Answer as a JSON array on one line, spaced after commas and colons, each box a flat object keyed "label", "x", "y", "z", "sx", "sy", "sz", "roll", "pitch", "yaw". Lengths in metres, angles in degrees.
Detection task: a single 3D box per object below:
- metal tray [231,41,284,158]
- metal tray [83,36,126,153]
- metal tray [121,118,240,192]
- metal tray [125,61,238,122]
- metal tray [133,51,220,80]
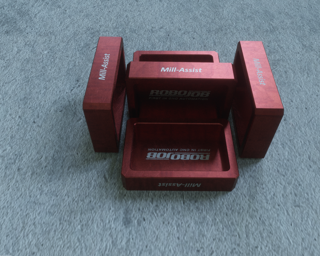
[{"label": "metal tray", "x": 0.116, "y": -0.038, "z": 0.395, "sx": 0.030, "sy": 0.090, "sz": 0.130, "roll": 1, "pitch": 50, "yaw": 1}, {"label": "metal tray", "x": -0.066, "y": -0.044, "z": 0.399, "sx": 0.030, "sy": 0.090, "sz": 0.130, "roll": 1, "pitch": 51, "yaw": 1}, {"label": "metal tray", "x": 0.023, "y": 0.030, "z": 0.378, "sx": 0.131, "sy": 0.030, "sz": 0.090, "roll": 1, "pitch": 49, "yaw": 0}, {"label": "metal tray", "x": 0.025, "y": -0.041, "z": 0.398, "sx": 0.131, "sy": 0.090, "sz": 0.030, "roll": 1, "pitch": 52, "yaw": 1}, {"label": "metal tray", "x": 0.024, "y": -0.076, "z": 0.465, "sx": 0.131, "sy": 0.030, "sz": 0.090, "roll": 0, "pitch": 53, "yaw": 0}]
